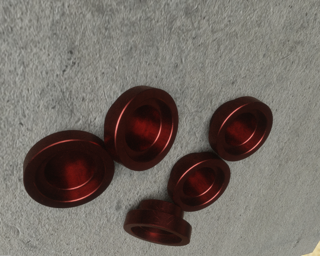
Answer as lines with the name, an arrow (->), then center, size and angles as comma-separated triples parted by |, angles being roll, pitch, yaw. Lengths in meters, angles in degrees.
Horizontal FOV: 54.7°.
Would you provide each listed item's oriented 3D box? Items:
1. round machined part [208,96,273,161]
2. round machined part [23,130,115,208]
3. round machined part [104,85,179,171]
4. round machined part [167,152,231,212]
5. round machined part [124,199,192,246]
round machined part -> 0.113, -0.003, 0.456 | 0.099, 0.042, 0.097 | -14, 124, -21
round machined part -> -0.106, 0.043, 0.362 | 0.099, 0.042, 0.097 | -12, 125, -18
round machined part -> -0.026, -0.002, 0.366 | 0.099, 0.042, 0.097 | -19, 118, -41
round machined part -> 0.055, 0.077, 0.473 | 0.099, 0.042, 0.097 | -14, 124, -21
round machined part -> -0.001, 0.138, 0.459 | 0.098, 0.042, 0.098 | 10, 147, 7
